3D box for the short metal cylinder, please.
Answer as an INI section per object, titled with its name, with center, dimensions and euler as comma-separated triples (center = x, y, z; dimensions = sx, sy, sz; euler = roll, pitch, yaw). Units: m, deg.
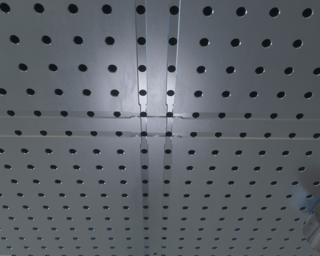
[short metal cylinder]
center = 0.292, 0.170, 0.523
dimensions = 0.081, 0.080, 0.050
euler = 5, 130, -4
